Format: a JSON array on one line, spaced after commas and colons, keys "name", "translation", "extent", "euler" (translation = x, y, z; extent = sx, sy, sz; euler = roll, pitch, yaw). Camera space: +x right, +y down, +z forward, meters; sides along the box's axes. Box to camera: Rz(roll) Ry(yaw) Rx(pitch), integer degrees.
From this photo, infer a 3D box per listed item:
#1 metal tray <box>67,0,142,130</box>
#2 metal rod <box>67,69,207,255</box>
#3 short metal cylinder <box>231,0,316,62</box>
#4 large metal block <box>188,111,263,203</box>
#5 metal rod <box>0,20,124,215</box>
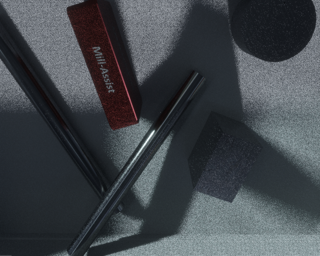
[{"name": "metal tray", "translation": [-0.055, -0.073, 0.348], "extent": [0.030, 0.090, 0.129], "euler": [-16, 110, 5]}, {"name": "metal rod", "translation": [-0.035, 0.054, 0.411], "extent": [0.025, 0.025, 0.299], "euler": [33, 99, -12]}, {"name": "short metal cylinder", "translation": [0.127, -0.120, 0.356], "extent": [0.081, 0.050, 0.079], "euler": [0, 110, -1]}, {"name": "large metal block", "translation": [0.078, 0.034, 0.396], "extent": [0.050, 0.080, 0.079], "euler": [21, 109, -8]}, {"name": "metal rod", "translation": [-0.133, -0.005, 0.407], "extent": [0.025, 0.025, 0.299], "euler": [-27, 108, 9]}]
